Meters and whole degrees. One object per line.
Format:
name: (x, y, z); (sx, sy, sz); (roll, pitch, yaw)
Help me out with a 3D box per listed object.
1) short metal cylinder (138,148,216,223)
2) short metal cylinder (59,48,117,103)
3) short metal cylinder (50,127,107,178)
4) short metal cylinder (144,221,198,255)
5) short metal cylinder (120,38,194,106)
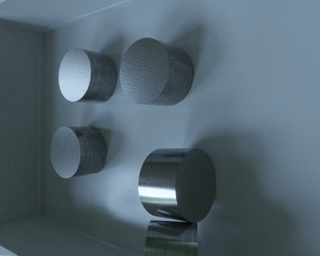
short metal cylinder: (0.022, 0.063, 0.352); (0.050, 0.081, 0.080); (-4, 88, 39)
short metal cylinder: (-0.112, -0.079, 0.480); (0.080, 0.050, 0.079); (0, 90, 39)
short metal cylinder: (-0.131, 0.037, 0.496); (0.080, 0.050, 0.079); (0, 90, 39)
short metal cylinder: (0.014, 0.140, 0.326); (0.050, 0.080, 0.079); (1, 91, 6)
short metal cylinder: (-0.005, -0.069, 0.392); (0.080, 0.050, 0.079); (0, 90, 39)
